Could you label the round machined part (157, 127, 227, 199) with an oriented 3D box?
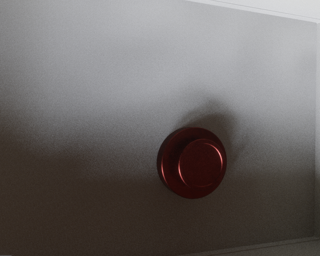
[{"bbox_3d":[0.049,0.047,0.419,0.099,0.042,0.097,0,90,-20],"label":"round machined part"}]
